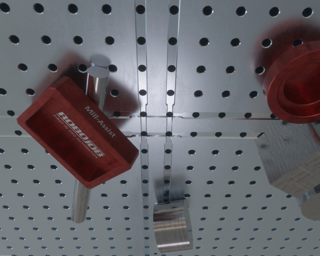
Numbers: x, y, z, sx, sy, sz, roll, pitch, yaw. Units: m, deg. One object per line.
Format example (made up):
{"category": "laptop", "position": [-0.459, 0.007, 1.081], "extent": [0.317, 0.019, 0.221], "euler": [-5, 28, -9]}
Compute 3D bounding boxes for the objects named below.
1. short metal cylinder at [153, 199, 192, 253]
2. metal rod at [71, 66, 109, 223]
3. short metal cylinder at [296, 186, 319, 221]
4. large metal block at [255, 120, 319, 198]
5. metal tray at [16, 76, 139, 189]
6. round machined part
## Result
{"category": "short metal cylinder", "position": [0.023, 0.162, 0.514], "extent": [0.050, 0.080, 0.080], "euler": [-10, 130, 8]}
{"category": "metal rod", "position": [-0.107, 0.046, 0.449], "extent": [0.025, 0.025, 0.298], "euler": [11, 129, -9]}
{"category": "short metal cylinder", "position": [0.254, 0.100, 0.483], "extent": [0.081, 0.050, 0.079], "euler": [0, 130, 0]}
{"category": "large metal block", "position": [0.180, 0.030, 0.403], "extent": [0.050, 0.080, 0.080], "euler": [28, 125, -22]}
{"category": "metal tray", "position": [-0.101, 0.011, 0.384], "extent": [0.090, 0.030, 0.130], "euler": [-30, 110, 35]}
{"category": "round machined part", "position": [0.168, -0.055, 0.355], "extent": [0.099, 0.042, 0.097], "euler": [0, 130, 0]}
